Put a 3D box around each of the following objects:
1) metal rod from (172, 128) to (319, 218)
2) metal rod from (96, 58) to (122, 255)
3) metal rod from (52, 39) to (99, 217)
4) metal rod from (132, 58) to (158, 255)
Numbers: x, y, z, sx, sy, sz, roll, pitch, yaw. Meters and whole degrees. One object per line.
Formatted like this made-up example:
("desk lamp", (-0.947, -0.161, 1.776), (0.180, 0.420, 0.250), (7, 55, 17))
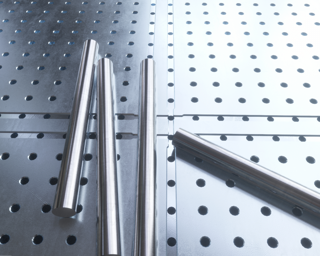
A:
("metal rod", (0.149, 0.072, 0.347), (0.300, 0.025, 0.025), (26, 55, 20))
("metal rod", (-0.069, 0.013, 0.396), (0.025, 0.025, 0.300), (-6, 50, -5))
("metal rod", (-0.109, -0.024, 0.427), (0.025, 0.025, 0.300), (-2, 50, -2))
("metal rod", (-0.017, 0.014, 0.395), (0.025, 0.025, 0.300), (-1, 50, -1))
